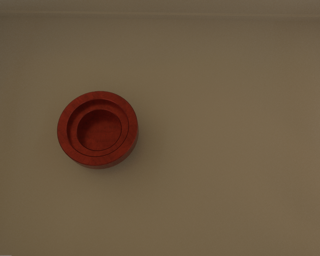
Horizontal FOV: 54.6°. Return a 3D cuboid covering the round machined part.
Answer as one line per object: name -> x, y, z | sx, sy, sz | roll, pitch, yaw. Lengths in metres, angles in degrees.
round machined part -> -0.076, 0.005, 0.398 | 0.099, 0.042, 0.098 | 0, 70, 0
